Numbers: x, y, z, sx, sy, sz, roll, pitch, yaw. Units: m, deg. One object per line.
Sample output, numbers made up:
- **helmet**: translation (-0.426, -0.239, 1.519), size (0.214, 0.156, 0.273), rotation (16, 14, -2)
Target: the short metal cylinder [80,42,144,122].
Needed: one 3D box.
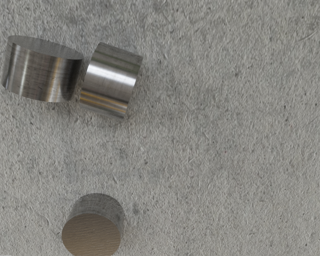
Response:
- **short metal cylinder**: translation (-0.055, -0.053, 0.360), size (0.050, 0.080, 0.079), rotation (18, 109, -7)

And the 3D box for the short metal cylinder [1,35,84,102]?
- **short metal cylinder**: translation (-0.133, -0.068, 0.354), size (0.080, 0.080, 0.050), rotation (17, 109, -6)

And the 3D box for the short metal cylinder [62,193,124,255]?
- **short metal cylinder**: translation (-0.094, 0.142, 0.448), size (0.081, 0.050, 0.079), rotation (0, 110, 0)
